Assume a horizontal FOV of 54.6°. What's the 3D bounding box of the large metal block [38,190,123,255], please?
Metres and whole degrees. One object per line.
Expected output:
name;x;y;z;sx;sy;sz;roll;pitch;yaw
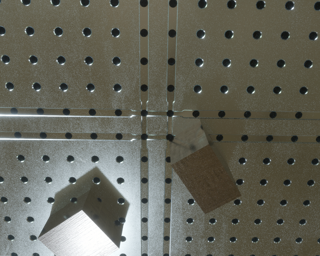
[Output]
large metal block;-0.113;0.153;0.455;0.080;0.050;0.080;-34;107;11

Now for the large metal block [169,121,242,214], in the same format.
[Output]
large metal block;0.055;0.048;0.402;0.050;0.080;0.080;-31;107;11
